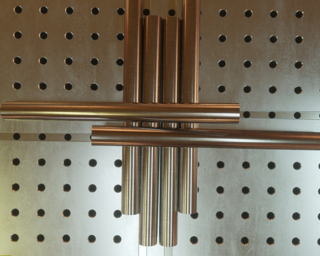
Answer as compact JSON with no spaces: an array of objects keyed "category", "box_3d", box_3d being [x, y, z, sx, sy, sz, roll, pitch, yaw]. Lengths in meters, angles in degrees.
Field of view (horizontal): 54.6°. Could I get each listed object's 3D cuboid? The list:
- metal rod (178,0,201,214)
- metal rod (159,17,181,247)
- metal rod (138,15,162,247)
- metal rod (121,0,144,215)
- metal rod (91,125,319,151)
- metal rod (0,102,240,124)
[{"category":"metal rod","box_3d":[0.039,-0.038,0.413,0.025,0.025,0.298,1,90,0]},{"category":"metal rod","box_3d":[0.014,0.005,0.414,0.025,0.025,0.298,1,90,0]},{"category":"metal rod","box_3d":[-0.013,0.004,0.412,0.025,0.025,0.298,1,90,0]},{"category":"metal rod","box_3d":[-0.037,-0.037,0.412,0.025,0.025,0.298,1,90,0]},{"category":"metal rod","box_3d":[0.068,0.013,0.393,0.302,0.025,0.025,2,90,-9]},{"category":"metal rod","box_3d":[-0.056,-0.020,0.390,0.301,0.025,0.025,1,90,9]}]
